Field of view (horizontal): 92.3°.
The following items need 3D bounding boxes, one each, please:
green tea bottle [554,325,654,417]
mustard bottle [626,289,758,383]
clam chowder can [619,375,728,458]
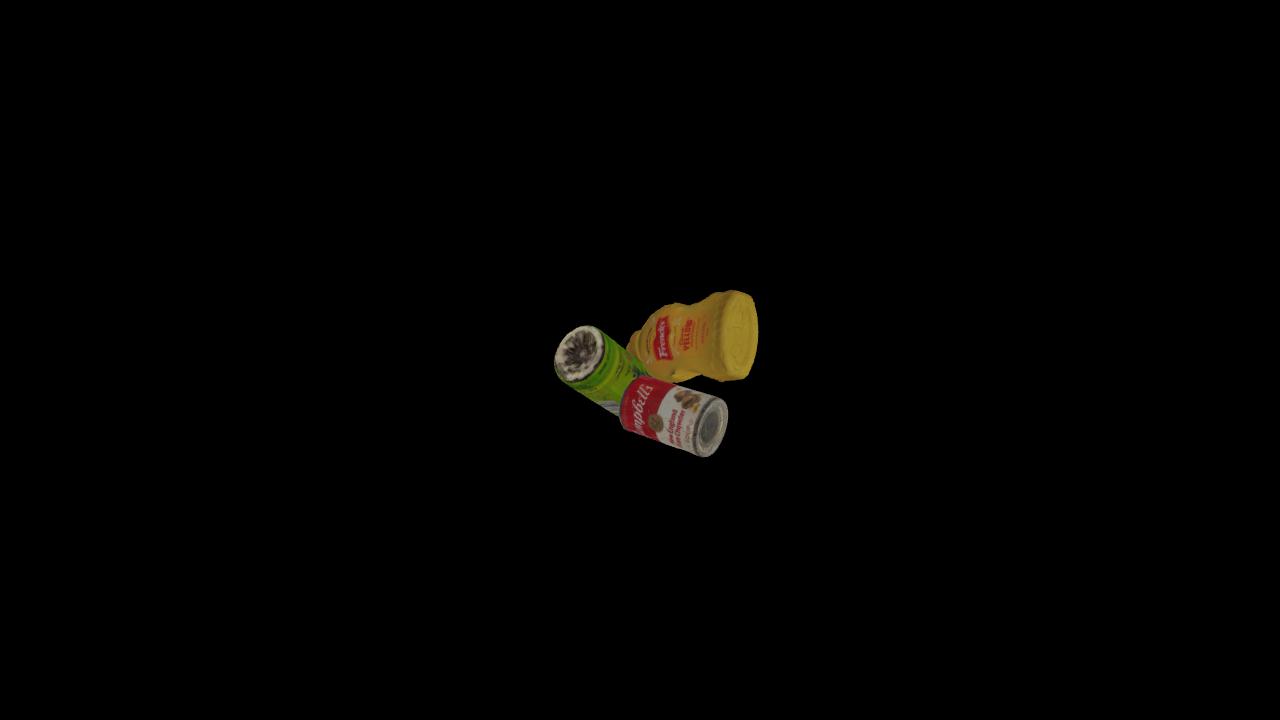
[{"bbox_3d":[-0.015,0.034,0.730,0.073,0.073,0.212,0,-24,31],"label":"green tea bottle"},{"bbox_3d":[0.045,-0.019,0.679,0.054,0.092,0.184,6,-7,-38],"label":"mustard bottle"},{"bbox_3d":[0.037,0.060,0.674,0.102,0.068,0.068,15,9,34],"label":"clam chowder can"}]
